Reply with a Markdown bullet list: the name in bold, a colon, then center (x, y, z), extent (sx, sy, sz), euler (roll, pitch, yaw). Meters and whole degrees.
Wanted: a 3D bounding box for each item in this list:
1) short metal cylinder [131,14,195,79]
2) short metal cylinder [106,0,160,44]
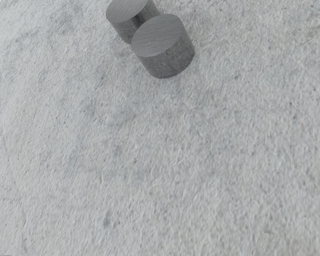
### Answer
- **short metal cylinder**: center (0.005, -0.120, 0.458), extent (0.080, 0.050, 0.080), euler (-13, 56, 20)
- **short metal cylinder**: center (-0.044, -0.190, 0.526), extent (0.080, 0.050, 0.080), euler (-13, 56, 20)
